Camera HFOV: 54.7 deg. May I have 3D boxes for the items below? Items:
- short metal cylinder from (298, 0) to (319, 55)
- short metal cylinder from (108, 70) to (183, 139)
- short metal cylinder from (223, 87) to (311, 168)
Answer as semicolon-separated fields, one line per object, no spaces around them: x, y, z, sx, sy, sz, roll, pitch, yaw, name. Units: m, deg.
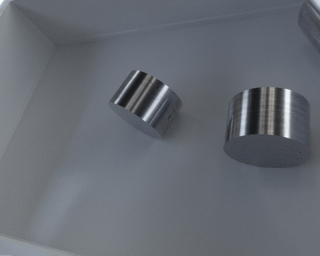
0.202;-0.119;0.338;0.080;0.080;0.050;-23;53;14;short metal cylinder
-0.019;-0.029;0.396;0.080;0.080;0.050;25;75;36;short metal cylinder
0.108;0.002;0.312;0.080;0.080;0.050;-1;61;27;short metal cylinder
